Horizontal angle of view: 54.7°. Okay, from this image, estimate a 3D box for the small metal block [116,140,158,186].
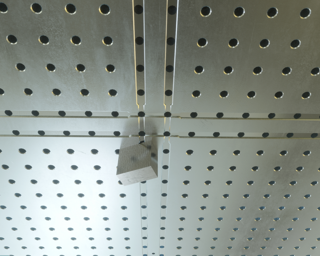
[{"bbox_3d":[-0.031,0.049,0.437,0.050,0.050,0.025,-16,128,13],"label":"small metal block"}]
